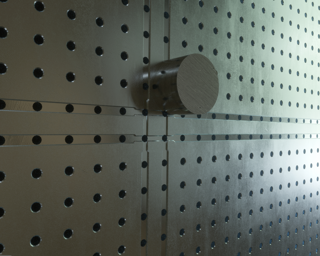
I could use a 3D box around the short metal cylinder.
[{"bbox_3d":[0.035,-0.058,0.424,0.081,0.050,0.079,0,90,-40],"label":"short metal cylinder"}]
